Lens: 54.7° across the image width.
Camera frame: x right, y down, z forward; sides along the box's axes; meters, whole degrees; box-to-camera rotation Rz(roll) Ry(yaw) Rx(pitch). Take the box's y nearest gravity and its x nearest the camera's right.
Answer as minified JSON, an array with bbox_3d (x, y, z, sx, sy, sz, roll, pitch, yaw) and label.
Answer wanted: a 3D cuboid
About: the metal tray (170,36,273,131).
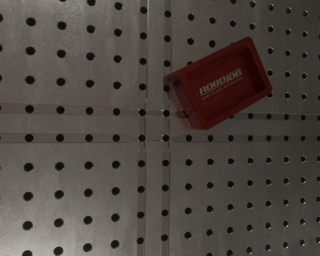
[{"bbox_3d":[0.090,-0.064,0.444,0.131,0.030,0.090,-29,100,-18],"label":"metal tray"}]
